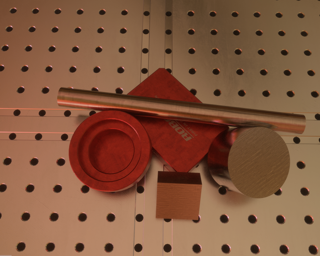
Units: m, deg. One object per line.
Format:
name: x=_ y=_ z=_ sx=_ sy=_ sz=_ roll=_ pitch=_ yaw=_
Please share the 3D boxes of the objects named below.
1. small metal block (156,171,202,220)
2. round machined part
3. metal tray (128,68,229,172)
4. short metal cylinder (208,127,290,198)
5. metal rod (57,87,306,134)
small metal block: x=0.021 y=0.080 z=0.368 sx=0.050 sy=0.025 sz=0.050 roll=3 pitch=113 yaw=0
round machined part: x=-0.058 y=0.030 z=0.386 sx=0.099 sy=0.042 sz=0.098 roll=-1 pitch=76 yaw=4
metal tray: x=0.015 y=-0.008 z=0.413 sx=0.090 sy=0.030 sz=0.130 roll=-42 pitch=76 yaw=-14
short metal cylinder: x=0.104 y=0.039 z=0.369 sx=0.081 sy=0.050 sz=0.079 roll=0 pitch=89 yaw=-17
metal rod: x=0.025 y=-0.022 z=0.386 sx=0.302 sy=0.025 sz=0.025 roll=7 pitch=70 yaw=2
